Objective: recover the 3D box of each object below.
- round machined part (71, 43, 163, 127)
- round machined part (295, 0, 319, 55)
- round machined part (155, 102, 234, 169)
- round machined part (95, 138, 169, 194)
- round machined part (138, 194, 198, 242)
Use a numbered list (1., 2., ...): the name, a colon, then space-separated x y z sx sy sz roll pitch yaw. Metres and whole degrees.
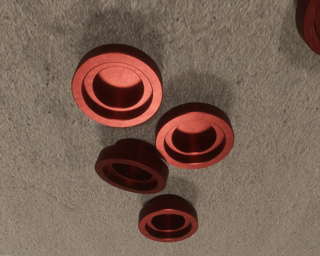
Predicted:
1. round machined part: -0.046 -0.051 0.352 0.099 0.042 0.097 -1 130 0
2. round machined part: 0.180 -0.120 0.297 0.099 0.042 0.097 -1 130 0
3. round machined part: 0.043 0.006 0.402 0.099 0.042 0.097 -1 130 0
4. round machined part: -0.035 0.050 0.425 0.098 0.042 0.098 10 145 7
5. round machined part: 0.013 0.149 0.523 0.099 0.042 0.097 -1 130 0
